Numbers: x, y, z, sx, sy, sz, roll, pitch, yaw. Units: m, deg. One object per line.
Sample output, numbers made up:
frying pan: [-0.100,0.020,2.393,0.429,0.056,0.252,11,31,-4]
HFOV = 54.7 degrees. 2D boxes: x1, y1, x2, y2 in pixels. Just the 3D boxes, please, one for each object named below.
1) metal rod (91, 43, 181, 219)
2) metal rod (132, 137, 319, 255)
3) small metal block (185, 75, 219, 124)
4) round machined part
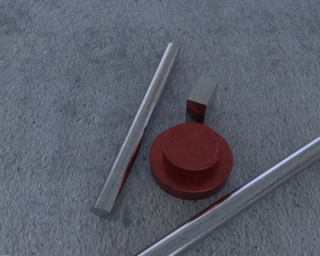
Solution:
metal rod: [-0.020,-0.020,0.419,0.025,0.025,0.300,13,51,10]
metal rod: [0.075,0.085,0.332,0.302,0.025,0.025,-26,55,-21]
small metal block: [0.056,-0.033,0.416,0.025,0.050,0.050,19,53,15]
round machined part: [0.037,0.032,0.366,0.099,0.042,0.098,0,50,0]
